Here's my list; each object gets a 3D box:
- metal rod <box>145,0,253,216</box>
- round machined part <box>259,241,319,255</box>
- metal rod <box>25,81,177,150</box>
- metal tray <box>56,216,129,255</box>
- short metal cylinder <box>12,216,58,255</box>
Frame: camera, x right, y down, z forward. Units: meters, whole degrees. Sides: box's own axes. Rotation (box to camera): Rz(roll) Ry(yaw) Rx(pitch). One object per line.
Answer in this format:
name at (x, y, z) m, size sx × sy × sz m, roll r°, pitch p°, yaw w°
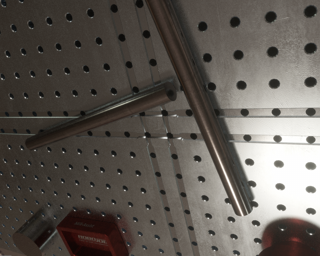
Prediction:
metal rod at (0.053, -0.017, 0.371) m, size 0.025 × 0.025 × 0.299 m, roll -13°, pitch 112°, yaw 33°
round machined part at (0.184, 0.195, 0.424) m, size 0.098 × 0.042 × 0.097 m, roll 13°, pitch 124°, yaw 20°
metal rod at (-0.106, -0.008, 0.459) m, size 0.300 × 0.025 × 0.025 m, roll -17°, pitch 110°, yaw 34°
metal tray at (-0.135, 0.226, 0.615) m, size 0.130 × 0.030 × 0.089 m, roll -2°, pitch 118°, yaw 28°
short metal cylinder at (-0.277, 0.245, 0.689) m, size 0.080 × 0.050 × 0.079 m, roll 13°, pitch 124°, yaw 20°
